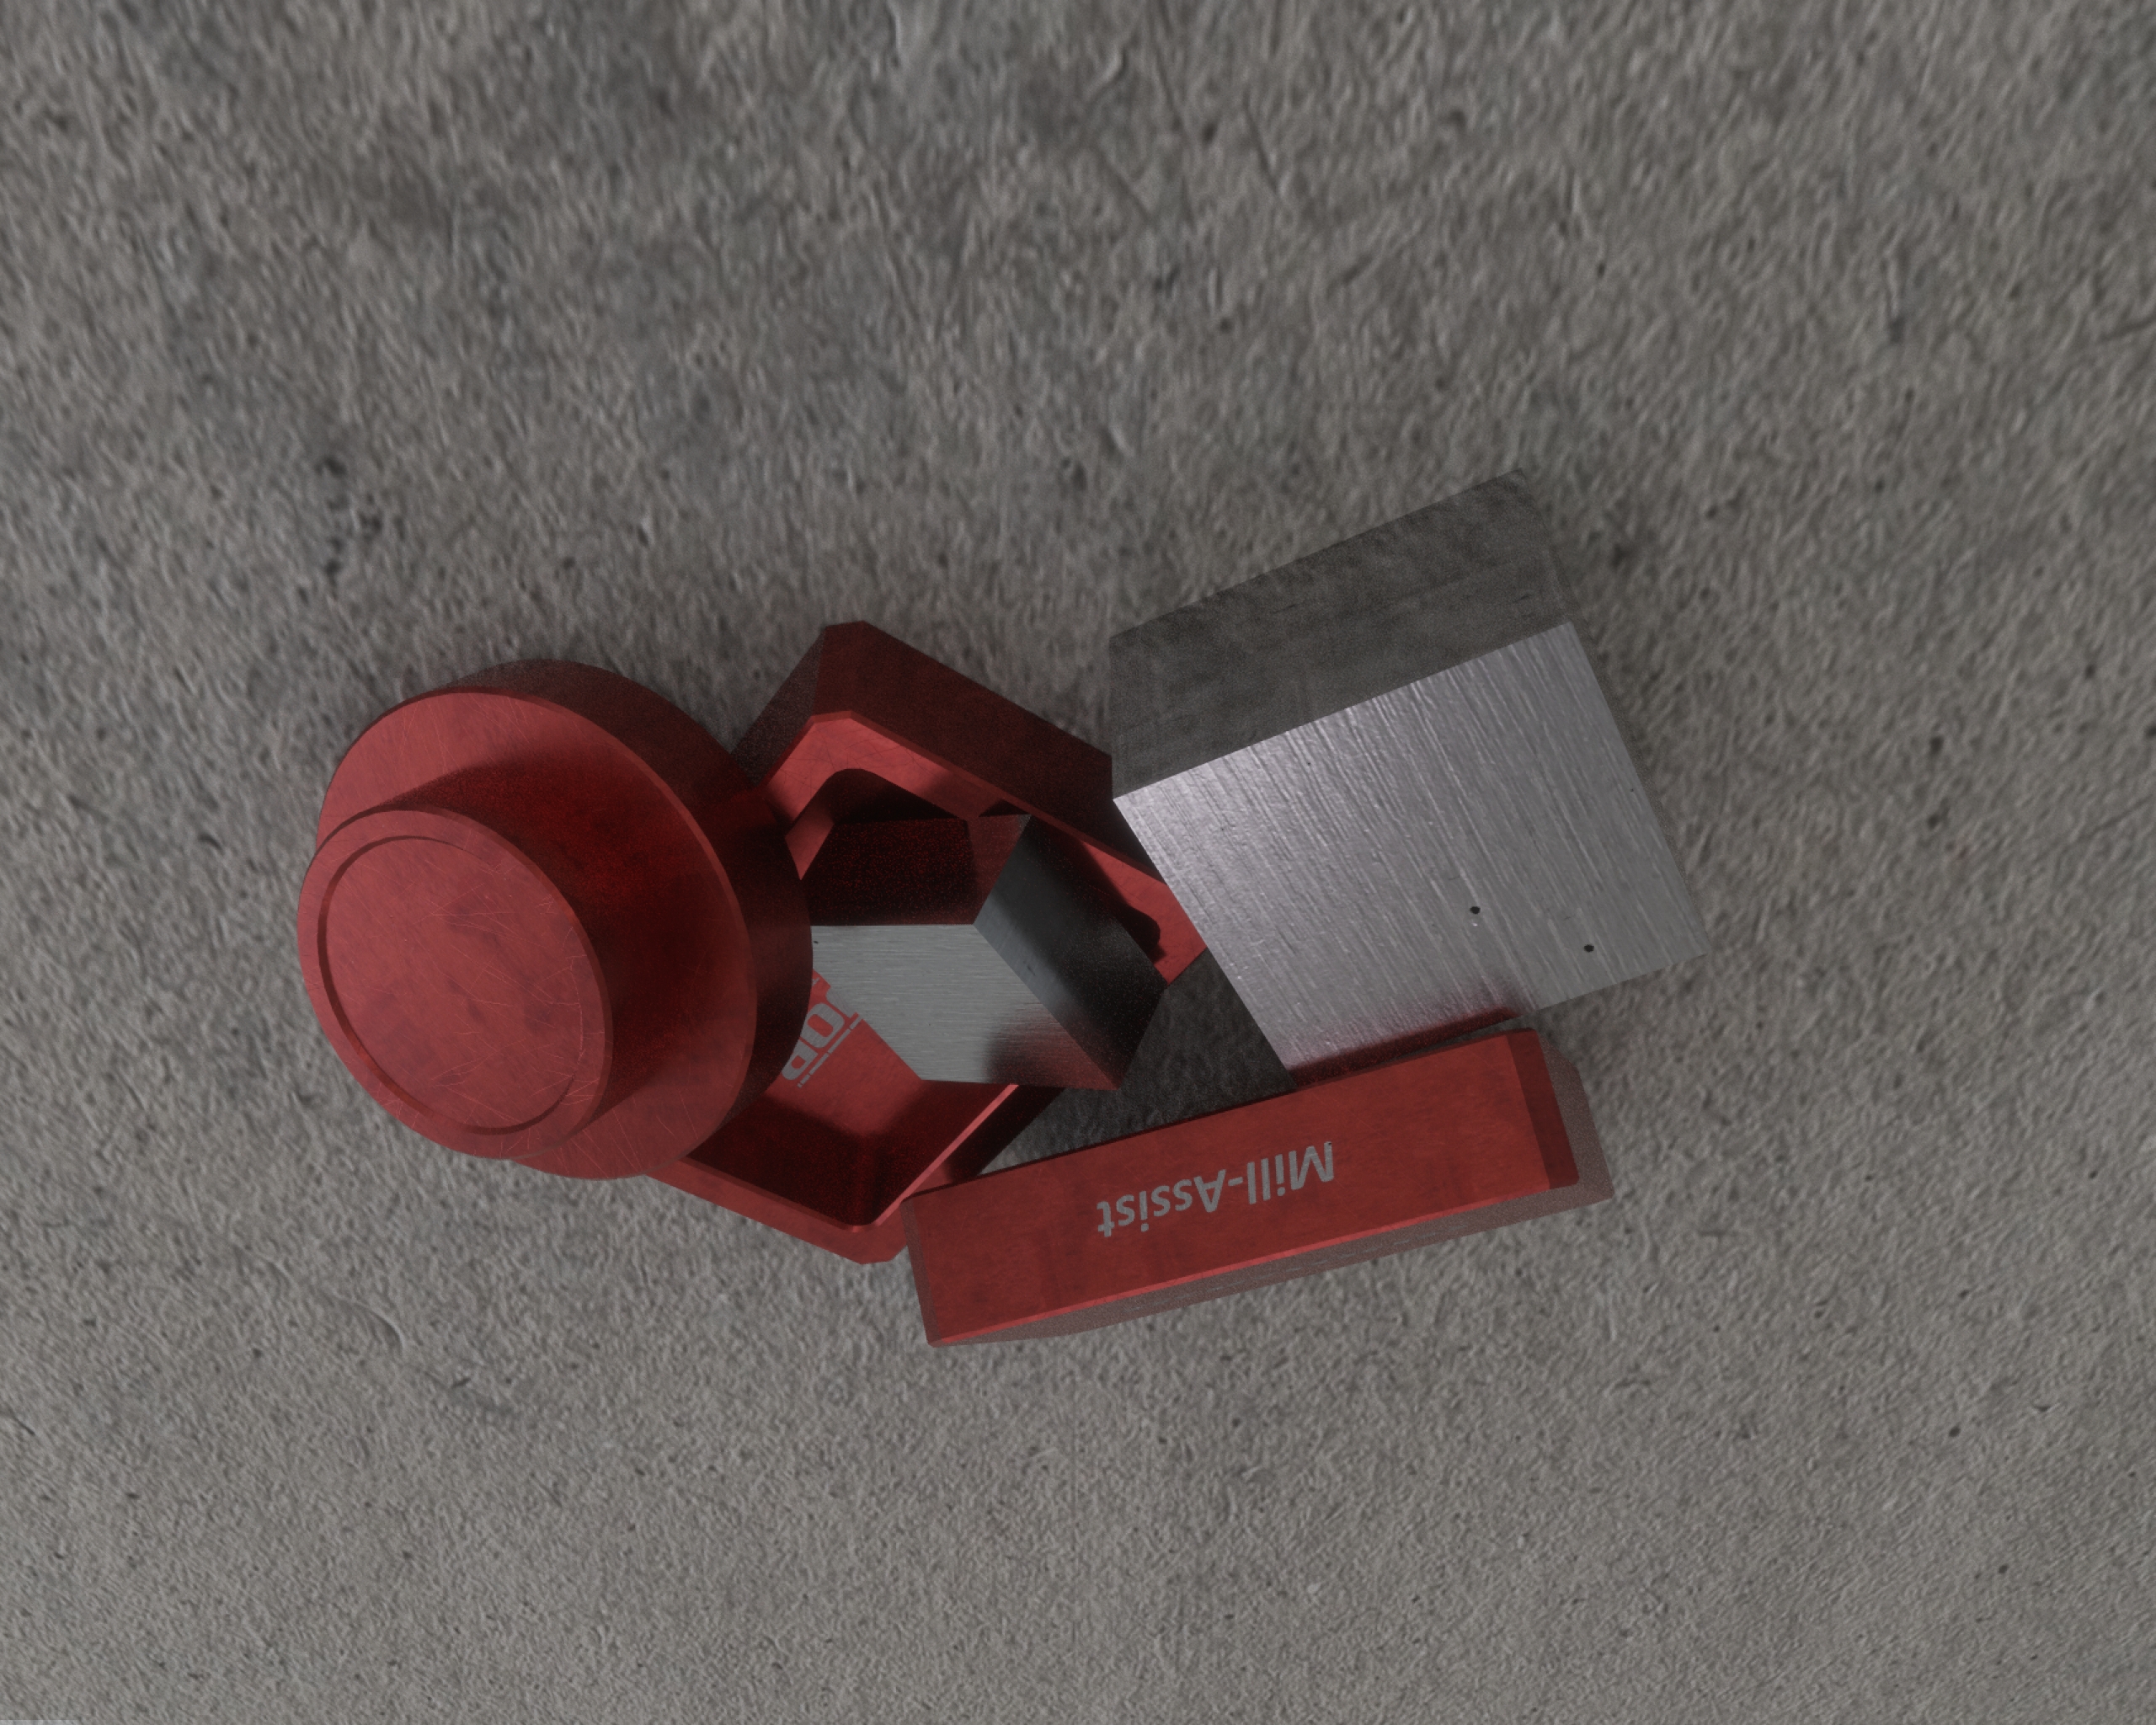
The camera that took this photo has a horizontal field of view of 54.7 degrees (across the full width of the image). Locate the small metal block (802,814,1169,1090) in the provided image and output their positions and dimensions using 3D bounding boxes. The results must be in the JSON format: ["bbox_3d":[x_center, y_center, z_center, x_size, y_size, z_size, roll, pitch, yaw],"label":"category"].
[{"bbox_3d":[-0.020,0.017,0.393,0.050,0.025,0.050,-2,139,39],"label":"small metal block"}]

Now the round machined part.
[{"bbox_3d":[-0.102,0.015,0.382,0.098,0.042,0.097,9,113,22],"label":"round machined part"}]

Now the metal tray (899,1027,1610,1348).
[{"bbox_3d":[0.040,0.070,0.435,0.130,0.030,0.090,-17,164,15],"label":"metal tray"}]

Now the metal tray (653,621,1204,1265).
[{"bbox_3d":[-0.044,0.022,0.423,0.090,0.030,0.129,28,125,-22],"label":"metal tray"}]

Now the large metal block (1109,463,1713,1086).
[{"bbox_3d":[0.060,-0.013,0.382,0.080,0.050,0.080,-21,127,17],"label":"large metal block"}]
